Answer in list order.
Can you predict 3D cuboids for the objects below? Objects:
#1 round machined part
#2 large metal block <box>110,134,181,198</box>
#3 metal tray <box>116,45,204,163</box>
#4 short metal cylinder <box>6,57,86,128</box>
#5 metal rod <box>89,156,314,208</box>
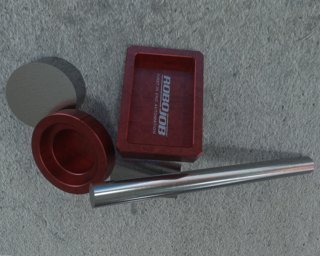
[{"bbox_3d":[-0.096,0.024,0.362,0.098,0.042,0.097,6,110,18],"label":"round machined part"},{"bbox_3d":[-0.018,0.044,0.397,0.081,0.080,0.050,4,110,-2],"label":"large metal block"},{"bbox_3d":[0.002,-0.029,0.357,0.091,0.030,0.130,4,70,-2],"label":"metal tray"},{"bbox_3d":[-0.137,-0.044,0.380,0.081,0.050,0.079,0,110,-1],"label":"short metal cylinder"},{"bbox_3d":[0.069,0.059,0.371,0.303,0.025,0.025,-3,112,-25],"label":"metal rod"}]
